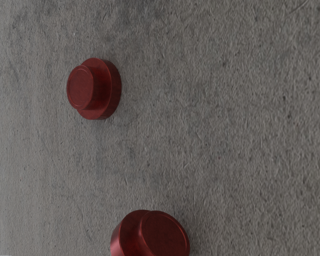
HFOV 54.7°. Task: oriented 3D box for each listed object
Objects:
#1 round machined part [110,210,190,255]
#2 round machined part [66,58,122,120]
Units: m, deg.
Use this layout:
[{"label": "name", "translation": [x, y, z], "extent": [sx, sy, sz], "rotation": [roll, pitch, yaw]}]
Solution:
[{"label": "round machined part", "translation": [-0.004, 0.137, 0.361], "extent": [0.042, 0.099, 0.098], "rotation": [-52, 60, 28]}, {"label": "round machined part", "translation": [-0.109, -0.061, 0.484], "extent": [0.098, 0.042, 0.097], "rotation": [0, 90, 40]}]
